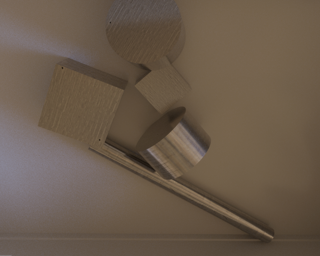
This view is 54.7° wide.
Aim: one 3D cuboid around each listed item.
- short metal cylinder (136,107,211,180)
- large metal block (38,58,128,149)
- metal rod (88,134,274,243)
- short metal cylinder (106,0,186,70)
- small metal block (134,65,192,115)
[{"bbox_3d":[0.016,0.018,0.389,0.080,0.080,0.050,-38,106,12],"label":"short metal cylinder"},{"bbox_3d":[-0.093,-0.031,0.385,0.080,0.050,0.079,21,109,-8],"label":"large metal block"},{"bbox_3d":[0.038,0.091,0.445,0.301,0.025,0.025,30,107,-11],"label":"metal rod"},{"bbox_3d":[-0.014,-0.108,0.345,0.080,0.050,0.079,0,92,9],"label":"short metal cylinder"},{"bbox_3d":[0.004,-0.054,0.392,0.050,0.025,0.050,-39,106,13],"label":"small metal block"}]
